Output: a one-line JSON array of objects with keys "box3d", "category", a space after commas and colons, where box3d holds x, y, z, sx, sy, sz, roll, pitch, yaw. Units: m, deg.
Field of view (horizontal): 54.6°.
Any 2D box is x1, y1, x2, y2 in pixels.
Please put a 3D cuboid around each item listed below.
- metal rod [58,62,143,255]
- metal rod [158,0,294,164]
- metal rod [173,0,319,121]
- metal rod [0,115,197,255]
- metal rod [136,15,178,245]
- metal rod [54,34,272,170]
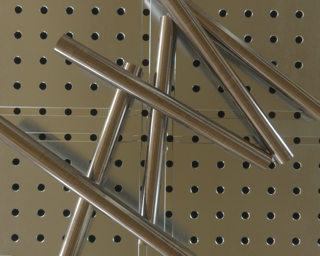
[{"box3d": [-0.084, 0.059, 0.412, 0.025, 0.025, 0.299, 19, 90, 0], "category": "metal rod"}, {"box3d": [0.077, -0.078, 0.400, 0.025, 0.025, 0.300, -37, 96, 0], "category": "metal rod"}, {"box3d": [0.097, -0.111, 0.413, 0.300, 0.025, 0.025, 38, 90, 0], "category": "metal rod"}, {"box3d": [-0.083, 0.082, 0.386, 0.301, 0.025, 0.025, 36, 90, 0], "category": "metal rod"}, {"box3d": [-0.003, 0.003, 0.413, 0.025, 0.025, 0.298, 6, 90, 0], "category": "metal rod"}, {"box3d": [0.012, -0.027, 0.389, 0.301, 0.025, 0.025, 29, 90, -10], "category": "metal rod"}]
